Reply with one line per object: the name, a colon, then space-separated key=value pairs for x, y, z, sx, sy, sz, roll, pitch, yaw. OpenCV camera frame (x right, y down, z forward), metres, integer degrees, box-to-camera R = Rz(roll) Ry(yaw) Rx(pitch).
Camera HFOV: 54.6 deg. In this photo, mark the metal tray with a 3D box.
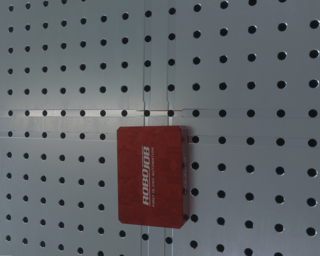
metal tray: x=-0.010 y=0.062 z=0.414 sx=0.090 sy=0.030 sz=0.129 roll=-1 pitch=90 yaw=20
